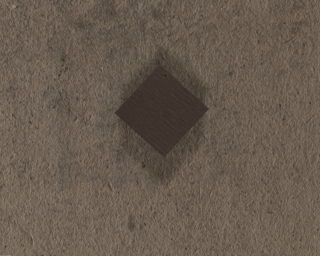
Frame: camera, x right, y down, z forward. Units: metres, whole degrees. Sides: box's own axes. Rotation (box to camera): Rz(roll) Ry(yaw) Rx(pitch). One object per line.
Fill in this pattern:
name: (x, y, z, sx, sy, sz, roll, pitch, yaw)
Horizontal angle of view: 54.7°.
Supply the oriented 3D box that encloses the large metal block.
large metal block: (0.002, -0.021, 0.398, 0.080, 0.050, 0.080, 42, 90, -1)
